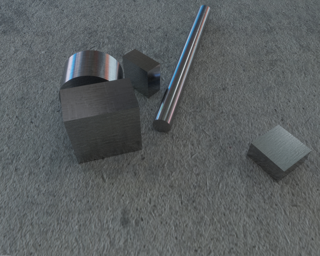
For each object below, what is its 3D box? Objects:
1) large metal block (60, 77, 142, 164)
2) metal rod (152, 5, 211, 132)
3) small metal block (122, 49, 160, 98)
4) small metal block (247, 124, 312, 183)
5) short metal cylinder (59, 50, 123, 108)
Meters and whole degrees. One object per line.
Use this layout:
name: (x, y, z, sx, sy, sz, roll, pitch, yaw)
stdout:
large metal block: (-0.068, -0.008, 0.373, 0.081, 0.080, 0.050, -12, 51, -10)
metal rod: (0.044, -0.113, 0.498, 0.025, 0.025, 0.300, 13, 51, 10)
small metal block: (-0.027, -0.080, 0.454, 0.050, 0.050, 0.025, 36, 59, 26)
small metal block: (0.145, 0.030, 0.380, 0.050, 0.025, 0.050, -29, 56, -23)
short metal cylinder: (-0.090, -0.056, 0.413, 0.081, 0.080, 0.050, -3, 50, -3)
